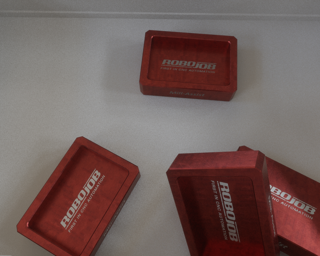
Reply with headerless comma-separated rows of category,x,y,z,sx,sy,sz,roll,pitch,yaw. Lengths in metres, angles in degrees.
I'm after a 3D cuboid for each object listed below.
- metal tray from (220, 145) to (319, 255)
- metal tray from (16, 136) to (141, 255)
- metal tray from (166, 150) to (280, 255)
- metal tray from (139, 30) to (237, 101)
metal tray,0.135,0.087,0.361,0.130,0.030,0.090,27,53,9
metal tray,-0.093,0.086,0.374,0.090,0.030,0.130,28,72,9
metal tray,0.067,0.088,0.315,0.090,0.129,0.030,-5,24,26
metal tray,0.041,-0.089,0.439,0.131,0.030,0.090,5,70,1
